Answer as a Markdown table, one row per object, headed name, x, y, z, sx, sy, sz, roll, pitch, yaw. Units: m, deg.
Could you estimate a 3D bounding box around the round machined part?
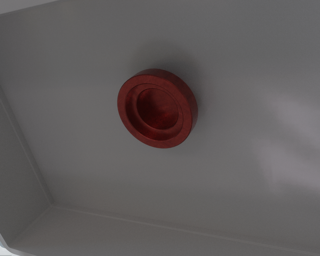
| name | x | y | z | sx | sy | sz | roll | pitch | yaw |
| --- | --- | --- | --- | --- | --- | --- | --- | --- | --- |
| round machined part | 0.000 | -0.027 | 0.381 | 0.098 | 0.042 | 0.097 | 13 | 124 | 21 |
